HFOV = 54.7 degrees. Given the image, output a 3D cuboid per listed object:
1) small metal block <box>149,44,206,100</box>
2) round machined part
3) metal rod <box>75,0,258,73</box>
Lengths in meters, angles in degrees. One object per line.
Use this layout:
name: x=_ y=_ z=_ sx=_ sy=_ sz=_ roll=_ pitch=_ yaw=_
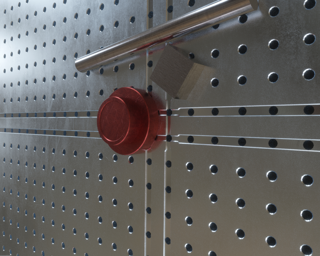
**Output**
small metal block: x=0.021 y=-0.071 z=0.392 sx=0.050 sy=0.025 sz=0.050 roll=43 pitch=116 yaw=31
round machined part: x=-0.052 y=-0.010 z=0.442 sx=0.098 sy=0.042 sz=0.097 roll=0 pitch=90 yaw=40
metal rod: x=-0.016 y=-0.121 z=0.422 sx=0.300 sy=0.025 sz=0.025 roll=-8 pitch=85 yaw=39
